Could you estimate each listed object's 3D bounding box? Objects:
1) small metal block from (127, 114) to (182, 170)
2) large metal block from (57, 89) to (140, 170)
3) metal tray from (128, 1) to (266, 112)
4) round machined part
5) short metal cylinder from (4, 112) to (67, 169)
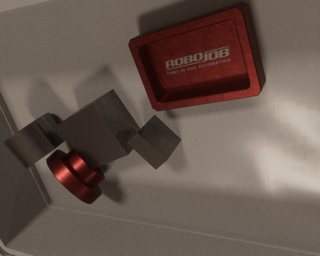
[{"bbox_3d":[-0.006,0.018,0.405,0.050,0.050,0.025,44,129,-2],"label":"small metal block"},{"bbox_3d":[-0.082,0.004,0.436,0.080,0.050,0.080,-24,106,36],"label":"large metal block"},{"bbox_3d":[0.039,-0.072,0.339,0.130,0.030,0.090,-7,115,31],"label":"metal tray"},{"bbox_3d":[-0.124,0.068,0.481,0.042,0.098,0.098,-44,83,-6],"label":"round machined part"},{"bbox_3d":[-0.191,0.019,0.483,0.080,0.080,0.050,-28,103,37],"label":"short metal cylinder"}]
